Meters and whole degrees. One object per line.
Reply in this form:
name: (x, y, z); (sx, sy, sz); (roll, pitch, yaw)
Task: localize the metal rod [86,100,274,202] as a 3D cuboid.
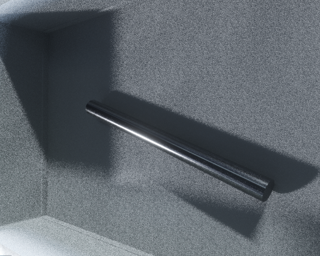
metal rod: (0.001, 0.015, 0.405); (0.300, 0.025, 0.025); (24, 105, 37)
